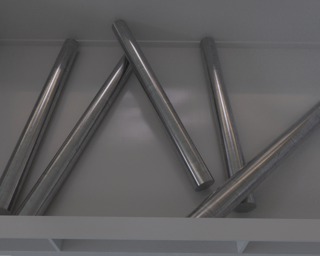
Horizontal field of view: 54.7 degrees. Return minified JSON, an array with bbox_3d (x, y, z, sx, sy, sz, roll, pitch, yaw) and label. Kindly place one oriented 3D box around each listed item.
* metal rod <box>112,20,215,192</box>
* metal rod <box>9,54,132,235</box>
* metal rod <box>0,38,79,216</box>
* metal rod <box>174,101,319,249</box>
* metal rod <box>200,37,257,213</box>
[{"bbox_3d":[-0.008,-0.050,0.426,0.025,0.025,0.299,-18,59,-15],"label":"metal rod"},{"bbox_3d":[-0.095,-0.006,0.408,0.025,0.025,0.301,15,51,12],"label":"metal rod"},{"bbox_3d":[-0.160,-0.026,0.425,0.025,0.025,0.300,3,50,3],"label":"metal rod"},{"bbox_3d":[0.130,0.031,0.354,0.302,0.025,0.025,-31,56,-33],"label":"metal rod"},{"bbox_3d":[0.086,-0.029,0.429,0.025,0.025,0.300,-2,50,-1],"label":"metal rod"}]
